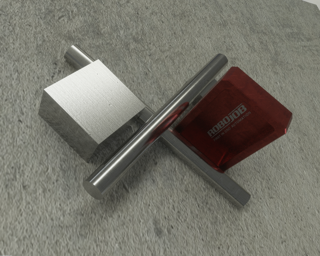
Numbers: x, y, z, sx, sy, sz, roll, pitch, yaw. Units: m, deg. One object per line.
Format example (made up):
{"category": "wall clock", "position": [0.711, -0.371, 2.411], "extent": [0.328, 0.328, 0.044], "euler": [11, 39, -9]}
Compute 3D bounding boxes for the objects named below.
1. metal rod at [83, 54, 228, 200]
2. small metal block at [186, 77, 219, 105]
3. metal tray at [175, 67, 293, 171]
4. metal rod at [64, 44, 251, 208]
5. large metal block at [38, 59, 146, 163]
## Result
{"category": "metal rod", "position": [0.015, -0.023, 0.397], "extent": [0.025, 0.025, 0.301], "euler": [43, 51, 1]}
{"category": "small metal block", "position": [0.066, -0.058, 0.478], "extent": [0.050, 0.025, 0.050], "euler": [46, 51, 3]}
{"category": "metal tray", "position": [0.083, -0.004, 0.386], "extent": [0.090, 0.129, 0.030], "euler": [40, 51, -1]}
{"category": "metal rod", "position": [-0.003, -0.002, 0.407], "extent": [0.300, 0.025, 0.025], "euler": [41, 51, -1]}
{"category": "large metal block", "position": [-0.078, -0.021, 0.359], "extent": [0.080, 0.050, 0.080], "euler": [45, 51, 3]}
